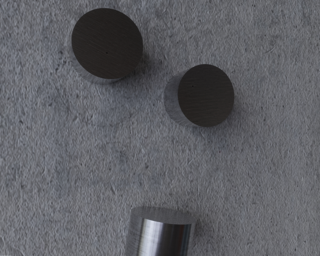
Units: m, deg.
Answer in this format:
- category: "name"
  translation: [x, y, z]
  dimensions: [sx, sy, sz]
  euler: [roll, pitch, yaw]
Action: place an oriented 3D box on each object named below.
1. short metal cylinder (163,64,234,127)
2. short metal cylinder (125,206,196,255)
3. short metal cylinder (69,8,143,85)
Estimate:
- category: "short metal cylinder"
  translation: [0.051, -0.041, 0.414]
  dimensions: [0.081, 0.050, 0.080]
  euler: [0, 90, -20]
- category: "short metal cylinder"
  translation: [0.000, 0.131, 0.380]
  dimensions: [0.081, 0.080, 0.050]
  euler: [10, 87, -20]
- category: "short metal cylinder"
  translation: [-0.066, -0.095, 0.371]
  dimensions: [0.081, 0.050, 0.080]
  euler: [0, 90, -20]
